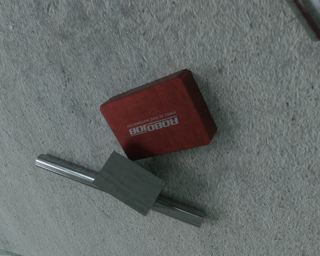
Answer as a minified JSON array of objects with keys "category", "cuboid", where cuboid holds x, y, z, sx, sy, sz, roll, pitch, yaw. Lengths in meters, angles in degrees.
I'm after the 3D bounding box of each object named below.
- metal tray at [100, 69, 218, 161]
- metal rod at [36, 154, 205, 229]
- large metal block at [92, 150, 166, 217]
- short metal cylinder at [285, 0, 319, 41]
[{"category":"metal tray","cuboid":[-0.004,-0.012,0.397,0.130,0.030,0.090,-16,111,34]},{"category":"metal rod","cuboid":[-0.075,0.097,0.503,0.301,0.025,0.025,16,125,18]},{"category":"large metal block","cuboid":[-0.039,0.081,0.435,0.080,0.050,0.080,30,167,8]},{"category":"short metal cylinder","cuboid":[0.138,-0.110,0.230,0.080,0.080,0.050,-31,102,37]}]
